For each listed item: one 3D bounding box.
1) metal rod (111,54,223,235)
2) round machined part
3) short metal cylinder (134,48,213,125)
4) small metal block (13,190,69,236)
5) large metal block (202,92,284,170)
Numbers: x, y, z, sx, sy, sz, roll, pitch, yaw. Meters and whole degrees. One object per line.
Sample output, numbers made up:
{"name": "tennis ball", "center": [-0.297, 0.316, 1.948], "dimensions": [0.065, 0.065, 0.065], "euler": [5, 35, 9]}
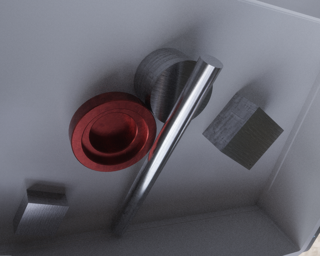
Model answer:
{"name": "metal rod", "center": [-0.006, 0.043, 0.386], "dimensions": [0.025, 0.025, 0.298], "euler": [3, 132, -31]}
{"name": "round machined part", "center": [-0.057, 0.001, 0.365], "dimensions": [0.099, 0.042, 0.097], "euler": [-13, 126, -18]}
{"name": "short metal cylinder", "center": [0.015, -0.050, 0.371], "dimensions": [0.081, 0.050, 0.079], "euler": [-14, 124, -21]}
{"name": "small metal block", "center": [-0.152, 0.109, 0.394], "dimensions": [0.050, 0.025, 0.050], "euler": [17, 109, -35]}
{"name": "large metal block", "center": [0.126, 0.007, 0.468], "dimensions": [0.080, 0.050, 0.080], "euler": [32, 101, -39]}
